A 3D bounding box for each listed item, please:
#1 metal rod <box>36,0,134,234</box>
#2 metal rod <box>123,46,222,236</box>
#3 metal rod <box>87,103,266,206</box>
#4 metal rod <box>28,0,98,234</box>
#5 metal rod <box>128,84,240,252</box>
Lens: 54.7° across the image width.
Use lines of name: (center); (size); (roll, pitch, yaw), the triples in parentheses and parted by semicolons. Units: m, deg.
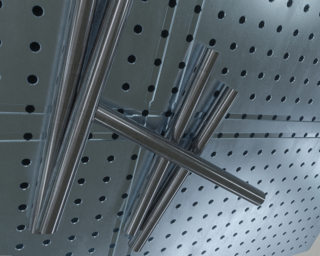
metal rod: (-0.080, -0.020, 0.332); (0.025, 0.025, 0.298); (13, 104, -34)
metal rod: (0.010, 0.031, 0.437); (0.025, 0.025, 0.298); (10, 113, -33)
metal rod: (0.037, 0.044, 0.421); (0.301, 0.025, 0.025); (29, 102, -26)
metal rod: (-0.114, -0.001, 0.349); (0.025, 0.025, 0.298); (5, 116, -31)
metal rod: (0.030, 0.070, 0.472); (0.025, 0.025, 0.298); (19, 108, -36)
